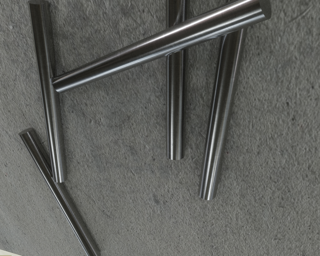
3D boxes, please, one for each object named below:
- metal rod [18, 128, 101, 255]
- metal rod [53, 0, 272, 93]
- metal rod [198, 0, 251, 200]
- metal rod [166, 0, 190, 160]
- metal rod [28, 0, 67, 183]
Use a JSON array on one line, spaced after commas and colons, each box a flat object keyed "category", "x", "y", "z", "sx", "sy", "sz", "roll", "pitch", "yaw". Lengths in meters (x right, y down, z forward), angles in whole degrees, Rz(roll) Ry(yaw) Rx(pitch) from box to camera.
[{"category": "metal rod", "x": -0.181, "y": 0.136, "z": 0.583, "sx": 0.025, "sy": 0.025, "sz": 0.298, "roll": -7, "pitch": 116, "yaw": 31}, {"category": "metal rod", "x": -0.029, "y": -0.081, "z": 0.344, "sx": 0.300, "sy": 0.025, "sz": 0.025, "roll": -9, "pitch": 114, "yaw": 40}, {"category": "metal rod", "x": 0.071, "y": -0.035, "z": 0.347, "sx": 0.025, "sy": 0.025, "sz": 0.298, "roll": 15, "pitch": 125, "yaw": 19}, {"category": "metal rod", "x": 0.019, "y": -0.091, "z": 0.339, "sx": 0.025, "sy": 0.025, "sz": 0.298, "roll": 13, "pitch": 124, "yaw": 21}, {"category": "metal rod", "x": -0.165, "y": -0.034, "z": 0.469, "sx": 0.025, "sy": 0.025, "sz": 0.298, "roll": 18, "pitch": 126, "yaw": 17}]
